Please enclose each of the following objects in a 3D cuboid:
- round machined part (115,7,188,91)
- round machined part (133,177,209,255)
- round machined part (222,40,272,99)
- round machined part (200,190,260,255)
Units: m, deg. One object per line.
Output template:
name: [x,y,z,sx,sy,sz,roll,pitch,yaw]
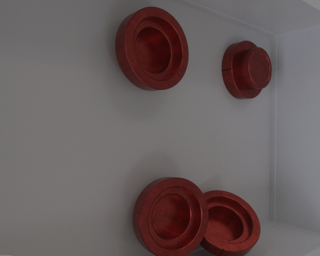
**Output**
round machined part: [-0.014,-0.094,0.383,0.099,0.042,0.097,0,90,-40]
round machined part: [0.010,0.111,0.395,0.099,0.042,0.097,3,83,-28]
round machined part: [0.152,-0.098,0.522,0.099,0.042,0.097,0,90,-40]
round machined part: [0.089,0.142,0.447,0.099,0.098,0.042,-25,143,-37]
